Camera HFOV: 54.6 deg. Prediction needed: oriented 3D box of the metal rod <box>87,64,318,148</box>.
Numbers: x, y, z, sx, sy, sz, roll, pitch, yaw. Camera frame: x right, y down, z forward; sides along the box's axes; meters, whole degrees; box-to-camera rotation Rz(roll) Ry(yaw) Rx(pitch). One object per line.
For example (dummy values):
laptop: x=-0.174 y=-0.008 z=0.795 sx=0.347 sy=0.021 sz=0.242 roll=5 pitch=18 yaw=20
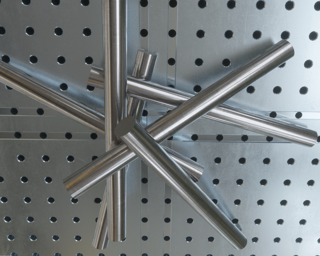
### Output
metal rod: x=0.062 y=-0.023 z=0.388 sx=0.302 sy=0.025 sz=0.025 roll=15 pitch=110 yaw=-12

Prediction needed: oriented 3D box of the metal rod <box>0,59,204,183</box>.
metal rod: x=-0.083 y=-0.011 z=0.387 sx=0.301 sy=0.025 sz=0.025 roll=28 pitch=108 yaw=-2

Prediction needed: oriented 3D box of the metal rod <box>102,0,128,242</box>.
metal rod: x=-0.051 y=0.008 z=0.360 sx=0.025 sy=0.025 sz=0.298 roll=2 pitch=113 yaw=-1

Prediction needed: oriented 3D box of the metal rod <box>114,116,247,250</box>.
metal rod: x=0.045 y=0.087 z=0.389 sx=0.025 sy=0.025 sz=0.300 roll=-33 pitch=129 yaw=11

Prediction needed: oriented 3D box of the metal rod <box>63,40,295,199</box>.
metal rod: x=0.028 y=-0.015 z=0.355 sx=0.301 sy=0.025 sz=0.025 roll=-33 pitch=108 yaw=-8

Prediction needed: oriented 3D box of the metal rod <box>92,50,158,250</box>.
metal rod: x=-0.054 y=0.043 z=0.428 sx=0.025 sy=0.025 sz=0.298 roll=14 pitch=109 yaw=-5
